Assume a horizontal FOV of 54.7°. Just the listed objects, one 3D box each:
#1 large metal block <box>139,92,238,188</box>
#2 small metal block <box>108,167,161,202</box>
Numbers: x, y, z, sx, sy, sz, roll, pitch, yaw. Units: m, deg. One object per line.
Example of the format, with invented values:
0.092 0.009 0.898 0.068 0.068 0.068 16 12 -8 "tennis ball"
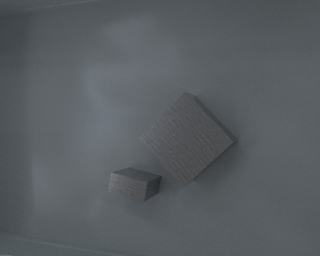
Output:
0.036 0.014 0.384 0.080 0.050 0.080 -45 77 14 "large metal block"
-0.032 0.073 0.408 0.050 0.050 0.025 12 94 19 "small metal block"
